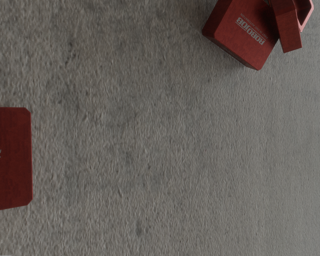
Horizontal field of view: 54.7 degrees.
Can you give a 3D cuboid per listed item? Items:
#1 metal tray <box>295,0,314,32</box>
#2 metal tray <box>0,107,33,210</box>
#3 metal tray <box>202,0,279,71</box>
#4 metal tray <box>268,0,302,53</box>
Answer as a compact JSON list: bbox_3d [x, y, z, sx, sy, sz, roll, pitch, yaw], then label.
[{"bbox_3d":[0.262,-0.267,0.623,0.130,0.030,0.090,50,61,-29],"label":"metal tray"},{"bbox_3d":[-0.177,0.027,0.254,0.131,0.030,0.089,-2,91,-40],"label":"metal tray"},{"bbox_3d":[0.138,-0.160,0.497,0.131,0.030,0.090,22,101,-38],"label":"metal tray"},{"bbox_3d":[0.207,-0.204,0.528,0.090,0.030,0.130,49,33,-46],"label":"metal tray"}]
